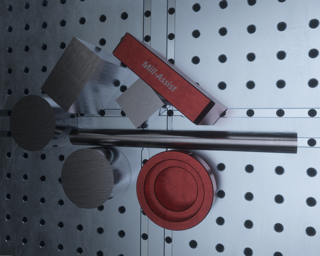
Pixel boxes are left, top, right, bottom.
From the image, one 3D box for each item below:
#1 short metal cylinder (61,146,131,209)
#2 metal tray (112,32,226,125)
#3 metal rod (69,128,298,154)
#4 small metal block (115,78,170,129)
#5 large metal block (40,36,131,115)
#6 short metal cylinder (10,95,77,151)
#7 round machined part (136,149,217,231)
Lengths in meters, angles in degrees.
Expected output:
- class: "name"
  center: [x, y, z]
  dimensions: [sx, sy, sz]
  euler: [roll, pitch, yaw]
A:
- class: "short metal cylinder"
  center: [-0.088, 0.066, 0.430]
  dimensions: [0.080, 0.050, 0.080]
  euler: [0, 90, 20]
- class: "metal tray"
  center: [0.015, -0.056, 0.372]
  dimensions: [0.130, 0.090, 0.030]
  euler: [42, 103, 15]
- class: "metal rod"
  center: [0.016, 0.015, 0.407]
  dimensions: [0.301, 0.025, 0.025]
  euler: [1, 90, 19]
- class: "small metal block"
  center: [-0.023, -0.034, 0.421]
  dimensions: [0.050, 0.025, 0.050]
  euler: [-41, 77, 15]
- class: "large metal block"
  center: [-0.097, -0.066, 0.418]
  dimensions: [0.050, 0.080, 0.080]
  euler: [40, 103, 15]
- class: "short metal cylinder"
  center: [-0.172, -0.007, 0.459]
  dimensions: [0.080, 0.050, 0.080]
  euler: [0, 90, 20]
- class: "round machined part"
  center: [0.023, 0.076, 0.395]
  dimensions: [0.098, 0.042, 0.097]
  euler: [0, 90, 20]
